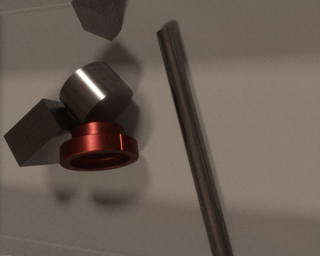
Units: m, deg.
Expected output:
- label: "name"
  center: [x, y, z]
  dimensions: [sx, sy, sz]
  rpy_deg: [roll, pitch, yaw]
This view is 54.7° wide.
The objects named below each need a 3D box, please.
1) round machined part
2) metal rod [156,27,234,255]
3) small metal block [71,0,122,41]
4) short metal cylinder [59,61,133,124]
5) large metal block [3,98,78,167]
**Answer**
- label: "round machined part"
  center: [-0.078, 0.023, 0.401]
  dimensions: [0.098, 0.098, 0.042]
  rpy_deg: [-16, 69, 19]
- label: "metal rod"
  center: [0.043, 0.018, 0.394]
  dimensions: [0.025, 0.025, 0.298]
  rpy_deg: [-16, 85, 19]
- label: "small metal block"
  center: [-0.086, -0.153, 0.423]
  dimensions: [0.050, 0.050, 0.025]
  rpy_deg: [26, 70, 17]
- label: "short metal cylinder"
  center: [-0.083, -0.041, 0.409]
  dimensions: [0.080, 0.080, 0.050]
  rpy_deg: [-45, 76, 14]
- label: "large metal block"
  center: [-0.149, 0.008, 0.430]
  dimensions: [0.080, 0.080, 0.050]
  rpy_deg: [-39, 74, 16]
